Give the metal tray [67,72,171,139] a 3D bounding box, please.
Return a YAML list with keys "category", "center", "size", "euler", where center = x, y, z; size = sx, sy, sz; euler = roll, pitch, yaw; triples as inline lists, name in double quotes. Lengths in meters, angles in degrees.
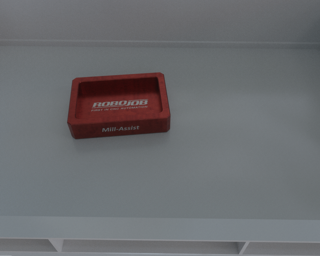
- category: "metal tray"
  center: [-0.055, -0.033, 0.429]
  size: [0.131, 0.030, 0.090]
  euler: [-4, 50, -4]
